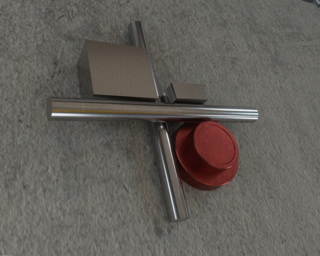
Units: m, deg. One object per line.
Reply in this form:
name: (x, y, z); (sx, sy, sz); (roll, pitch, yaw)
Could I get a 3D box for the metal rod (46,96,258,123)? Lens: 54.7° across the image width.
metal rod: (0.015, -0.020, 0.395); (0.303, 0.025, 0.025); (0, 62, -33)

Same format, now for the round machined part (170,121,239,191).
round machined part: (0.064, 0.030, 0.411); (0.099, 0.042, 0.098); (14, 56, -21)

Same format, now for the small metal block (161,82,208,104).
small metal block: (0.030, -0.038, 0.430); (0.050, 0.050, 0.025); (-1, 63, -29)

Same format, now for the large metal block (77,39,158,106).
large metal block: (-0.057, -0.060, 0.396); (0.081, 0.050, 0.080); (1, 62, -28)

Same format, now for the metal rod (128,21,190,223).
metal rod: (-0.008, -0.026, 0.418); (0.025, 0.025, 0.299); (2, 61, -28)
